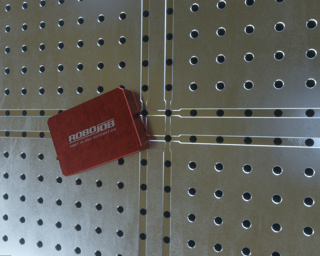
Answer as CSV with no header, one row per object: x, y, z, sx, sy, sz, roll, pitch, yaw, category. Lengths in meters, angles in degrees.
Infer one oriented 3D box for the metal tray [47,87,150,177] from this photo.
-0.089,0.007,0.440,0.130,0.030,0.090,-21,83,18,metal tray
